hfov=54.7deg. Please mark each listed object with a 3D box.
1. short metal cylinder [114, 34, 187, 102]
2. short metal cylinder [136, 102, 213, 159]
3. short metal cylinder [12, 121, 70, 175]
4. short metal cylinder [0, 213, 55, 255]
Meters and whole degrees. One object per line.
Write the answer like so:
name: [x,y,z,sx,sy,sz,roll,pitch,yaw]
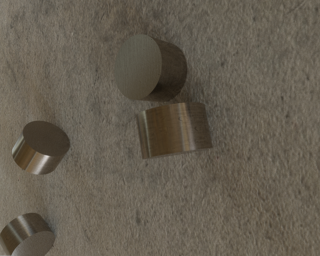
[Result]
short metal cylinder: [-0.013,-0.074,0.397,0.080,0.050,0.079,0,90,39]
short metal cylinder: [0.016,0.005,0.354,0.080,0.081,0.050,-15,81,39]
short metal cylinder: [-0.204,0.033,0.534,0.050,0.081,0.080,-50,61,28]
short metal cylinder: [-0.241,0.203,0.564,0.050,0.081,0.079,37,112,33]
